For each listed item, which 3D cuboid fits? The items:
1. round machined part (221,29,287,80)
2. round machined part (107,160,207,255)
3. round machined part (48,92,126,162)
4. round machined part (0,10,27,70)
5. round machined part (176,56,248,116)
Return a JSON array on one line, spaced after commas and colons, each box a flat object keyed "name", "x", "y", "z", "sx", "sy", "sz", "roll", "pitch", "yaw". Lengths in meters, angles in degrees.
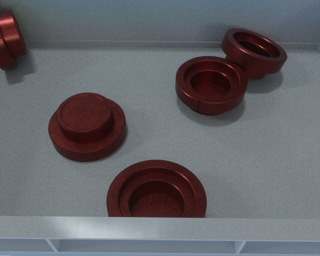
[{"name": "round machined part", "x": 0.139, "y": -0.111, "z": 0.477, "sx": 0.099, "sy": 0.042, "sz": 0.098, "roll": 12, "pitch": 40, "yaw": -10}, {"name": "round machined part", "x": -0.004, "y": 0.083, "z": 0.319, "sx": 0.099, "sy": 0.042, "sz": 0.098, "roll": 2, "pitch": 43, "yaw": -1}, {"name": "round machined part", "x": -0.094, "y": -0.008, "z": 0.400, "sx": 0.099, "sy": 0.042, "sz": 0.098, "roll": 0, "pitch": 50, "yaw": 0}, {"name": "round machined part", "x": -0.236, "y": -0.141, "z": 0.473, "sx": 0.042, "sy": 0.097, "sz": 0.098, "roll": -18, "pitch": 53, "yaw": -15}, {"name": "round machined part", "x": 0.071, "y": -0.056, "z": 0.442, "sx": 0.099, "sy": 0.042, "sz": 0.098, "roll": 0, "pitch": 50, "yaw": 0}]
